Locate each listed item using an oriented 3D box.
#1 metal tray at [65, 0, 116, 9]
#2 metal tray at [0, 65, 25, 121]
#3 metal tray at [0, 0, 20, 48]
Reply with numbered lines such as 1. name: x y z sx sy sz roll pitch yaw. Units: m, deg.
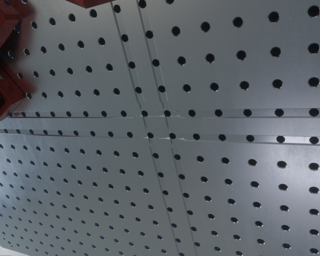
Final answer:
1. metal tray: -0.049 -0.184 0.281 0.030 0.090 0.129 26 128 13
2. metal tray: -0.297 -0.078 0.517 0.090 0.030 0.130 -31 102 38
3. metal tray: -0.273 -0.141 0.441 0.090 0.030 0.130 46 112 -4
